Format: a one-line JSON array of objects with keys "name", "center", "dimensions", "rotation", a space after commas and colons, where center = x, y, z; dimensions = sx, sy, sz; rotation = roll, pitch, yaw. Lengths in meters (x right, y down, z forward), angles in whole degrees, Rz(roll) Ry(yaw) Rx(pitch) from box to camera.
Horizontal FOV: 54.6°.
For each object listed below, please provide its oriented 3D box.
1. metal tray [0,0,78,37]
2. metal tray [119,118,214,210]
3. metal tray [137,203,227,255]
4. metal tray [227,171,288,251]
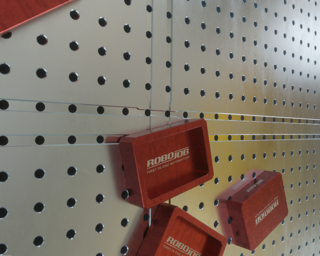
[{"name": "metal tray", "center": [-0.132, -0.152, 0.294], "dimensions": [0.131, 0.030, 0.090], "rotation": [-43, 116, -31]}, {"name": "metal tray", "center": [0.014, 0.043, 0.416], "dimensions": [0.131, 0.030, 0.090], "rotation": [-15, 100, -39]}, {"name": "metal tray", "center": [0.034, 0.172, 0.433], "dimensions": [0.130, 0.030, 0.090], "rotation": [40, 66, -33]}, {"name": "metal tray", "center": [0.178, 0.143, 0.554], "dimensions": [0.131, 0.030, 0.090], "rotation": [-24, 105, -37]}]
